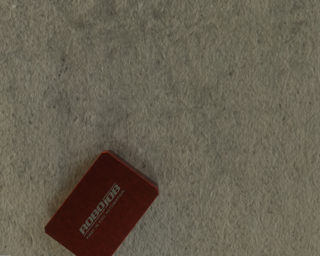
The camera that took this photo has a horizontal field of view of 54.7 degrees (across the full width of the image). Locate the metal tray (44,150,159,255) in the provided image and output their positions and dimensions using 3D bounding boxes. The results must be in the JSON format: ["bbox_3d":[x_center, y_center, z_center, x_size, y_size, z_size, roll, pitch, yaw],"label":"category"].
[{"bbox_3d":[-0.074,0.105,0.407,0.090,0.030,0.130,37,90,-1],"label":"metal tray"}]
